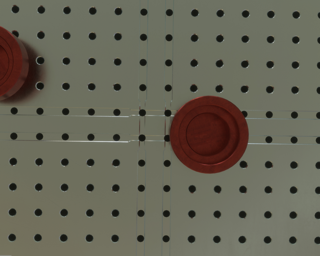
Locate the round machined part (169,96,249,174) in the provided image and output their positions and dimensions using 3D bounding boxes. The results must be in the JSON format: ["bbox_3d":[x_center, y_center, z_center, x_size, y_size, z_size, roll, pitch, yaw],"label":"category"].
[{"bbox_3d":[0.061,0.008,0.406,0.099,0.042,0.097,0,90,-1],"label":"round machined part"}]

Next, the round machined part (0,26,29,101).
[{"bbox_3d":[-0.219,-0.083,0.402,0.099,0.042,0.097,0,90,-1],"label":"round machined part"}]
